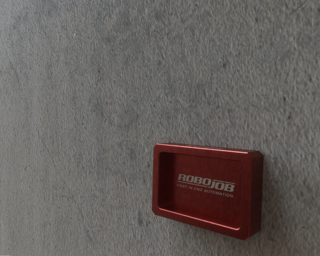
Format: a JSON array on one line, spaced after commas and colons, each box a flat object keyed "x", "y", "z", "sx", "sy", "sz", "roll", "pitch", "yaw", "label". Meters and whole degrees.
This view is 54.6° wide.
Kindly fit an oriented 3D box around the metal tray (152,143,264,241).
[{"x": 0.050, "y": 0.067, "z": 0.361, "sx": 0.130, "sy": 0.030, "sz": 0.090, "roll": 3, "pitch": 92, "yaw": 40, "label": "metal tray"}]
